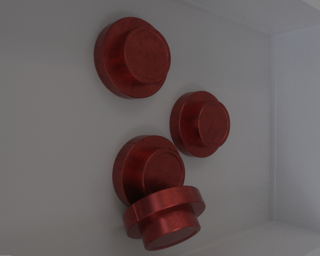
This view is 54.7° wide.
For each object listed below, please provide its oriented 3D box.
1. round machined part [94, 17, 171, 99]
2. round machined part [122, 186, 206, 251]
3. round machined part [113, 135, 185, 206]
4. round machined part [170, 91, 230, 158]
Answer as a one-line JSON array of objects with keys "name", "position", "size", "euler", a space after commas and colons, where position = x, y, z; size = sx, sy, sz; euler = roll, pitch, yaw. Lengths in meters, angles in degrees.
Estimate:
[{"name": "round machined part", "position": [-0.025, -0.085, 0.374], "size": [0.099, 0.042, 0.097], "euler": [0, 90, -40]}, {"name": "round machined part", "position": [0.009, 0.111, 0.364], "size": [0.099, 0.098, 0.042], "euler": [9, 46, -40]}, {"name": "round machined part", "position": [-0.007, 0.058, 0.390], "size": [0.099, 0.042, 0.097], "euler": [0, 90, -40]}, {"name": "round machined part", "position": [0.064, -0.005, 0.449], "size": [0.099, 0.042, 0.097], "euler": [0, 90, -40]}]
